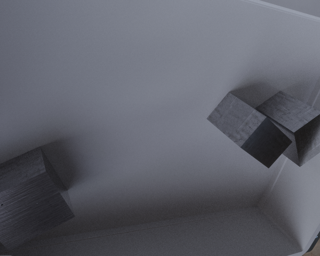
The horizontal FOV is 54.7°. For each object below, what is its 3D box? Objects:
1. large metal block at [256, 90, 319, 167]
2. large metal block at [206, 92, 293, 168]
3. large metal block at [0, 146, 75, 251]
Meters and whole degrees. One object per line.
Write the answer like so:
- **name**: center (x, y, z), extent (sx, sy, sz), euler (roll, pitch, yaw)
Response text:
- **large metal block**: center (0.203, 0.000, 0.484), extent (0.050, 0.080, 0.080), euler (-34, 129, -6)
- **large metal block**: center (0.127, 0.003, 0.444), extent (0.080, 0.080, 0.050), euler (32, 100, -38)
- **large metal block**: center (-0.156, 0.081, 0.357), extent (0.080, 0.050, 0.080), euler (-25, 128, -13)
